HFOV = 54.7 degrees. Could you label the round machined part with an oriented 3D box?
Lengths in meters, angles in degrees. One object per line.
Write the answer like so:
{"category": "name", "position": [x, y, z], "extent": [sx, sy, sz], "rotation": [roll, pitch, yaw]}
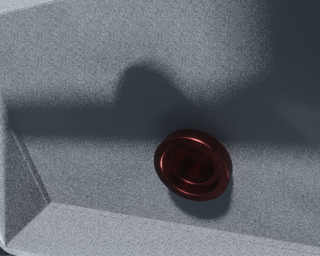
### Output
{"category": "round machined part", "position": [0.045, 0.043, 0.400], "extent": [0.098, 0.042, 0.097], "rotation": [13, 124, 20]}
